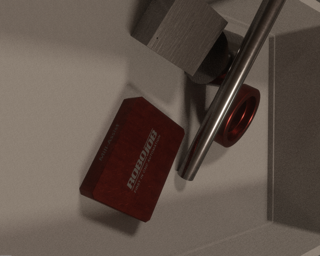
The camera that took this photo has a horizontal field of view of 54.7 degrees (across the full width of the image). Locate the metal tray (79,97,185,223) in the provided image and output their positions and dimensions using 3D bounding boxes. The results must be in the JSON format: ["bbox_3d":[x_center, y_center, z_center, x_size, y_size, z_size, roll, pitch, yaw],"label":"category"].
[{"bbox_3d":[-0.028,0.038,0.381,0.090,0.030,0.130,37,67,-34],"label":"metal tray"}]

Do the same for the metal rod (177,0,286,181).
[{"bbox_3d":[0.096,-0.062,0.401,0.025,0.025,0.298,11,111,-40],"label":"metal rod"}]

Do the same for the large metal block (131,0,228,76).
[{"bbox_3d":[0.024,-0.125,0.391,0.080,0.050,0.080,25,103,-38],"label":"large metal block"}]

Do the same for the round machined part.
[{"bbox_3d":[0.107,-0.023,0.470,0.099,0.042,0.097,-36,144,-32],"label":"round machined part"}]

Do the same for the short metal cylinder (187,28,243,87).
[{"bbox_3d":[0.080,-0.100,0.440,0.050,0.080,0.079,2,89,-40],"label":"short metal cylinder"}]
